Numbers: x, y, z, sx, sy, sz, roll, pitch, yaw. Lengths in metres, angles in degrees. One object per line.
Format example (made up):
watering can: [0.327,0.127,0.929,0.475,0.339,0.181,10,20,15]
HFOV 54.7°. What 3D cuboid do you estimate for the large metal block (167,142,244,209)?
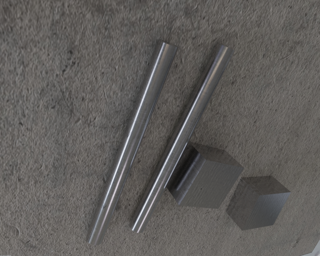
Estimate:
large metal block: [0.067,0.074,0.473,0.081,0.050,0.080,15,111,-35]

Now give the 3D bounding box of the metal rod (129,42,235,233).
metal rod: [0.023,0.026,0.435,0.025,0.025,0.298,12,112,-34]

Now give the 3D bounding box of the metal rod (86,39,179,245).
metal rod: [-0.043,0.033,0.403,0.025,0.025,0.298,9,114,-32]

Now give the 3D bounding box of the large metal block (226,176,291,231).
large metal block: [0.181,0.138,0.575,0.081,0.050,0.079,2,117,-30]
